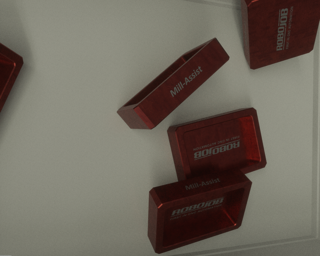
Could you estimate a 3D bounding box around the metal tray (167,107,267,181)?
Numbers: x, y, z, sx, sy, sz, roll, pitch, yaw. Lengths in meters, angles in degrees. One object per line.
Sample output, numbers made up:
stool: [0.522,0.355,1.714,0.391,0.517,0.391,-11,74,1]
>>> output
metal tray: [0.083,0.028,0.439,0.131,0.030,0.089,-14,95,-20]

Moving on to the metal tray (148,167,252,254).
metal tray: [0.051,0.107,0.406,0.131,0.030,0.089,-10,124,-20]

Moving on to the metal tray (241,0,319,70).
metal tray: [0.156,-0.137,0.403,0.090,0.130,0.030,-17,61,9]

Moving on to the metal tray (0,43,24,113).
metal tray: [-0.199,-0.032,0.302,0.030,0.090,0.130,19,82,18]

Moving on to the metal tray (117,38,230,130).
metal tray: [0.013,-0.052,0.381,0.130,0.090,0.030,-43,104,-15]
